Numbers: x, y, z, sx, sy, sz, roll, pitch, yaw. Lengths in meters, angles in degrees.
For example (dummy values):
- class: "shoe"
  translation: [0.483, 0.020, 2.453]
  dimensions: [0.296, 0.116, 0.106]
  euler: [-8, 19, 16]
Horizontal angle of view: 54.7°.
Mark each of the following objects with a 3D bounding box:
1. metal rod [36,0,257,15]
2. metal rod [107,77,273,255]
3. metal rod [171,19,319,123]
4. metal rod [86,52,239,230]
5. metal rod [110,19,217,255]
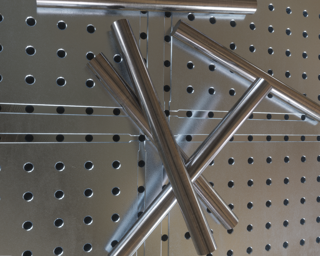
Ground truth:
- class: "metal rod"
  translation: [-0.003, -0.168, 0.412]
  dimensions: [0.303, 0.025, 0.025]
  euler: [-6, 92, -20]
- class: "metal rod"
  translation: [0.040, 0.055, 0.401]
  dimensions: [0.025, 0.025, 0.300]
  euler: [41, 87, -16]
- class: "metal rod"
  translation: [0.151, -0.076, 0.470]
  dimensions: [0.302, 0.025, 0.025]
  euler: [25, 82, -19]
- class: "metal rod"
  translation: [0.011, 0.026, 0.417]
  dimensions: [0.025, 0.025, 0.300]
  euler: [-43, 104, -15]
- class: "metal rod"
  translation: [0.002, 0.006, 0.380]
  dimensions: [0.025, 0.025, 0.299]
  euler: [-19, 84, -19]
